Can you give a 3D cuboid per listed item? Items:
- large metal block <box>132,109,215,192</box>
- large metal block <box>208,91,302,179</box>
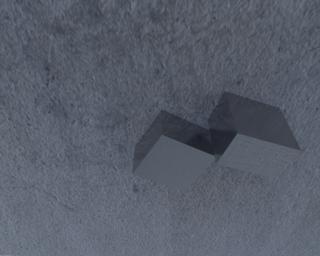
[{"bbox_3d":[0.018,0.033,0.419,0.080,0.050,0.080,23,126,-19],"label":"large metal block"},{"bbox_3d":[0.111,0.008,0.379,0.081,0.080,0.050,15,128,-13],"label":"large metal block"}]
